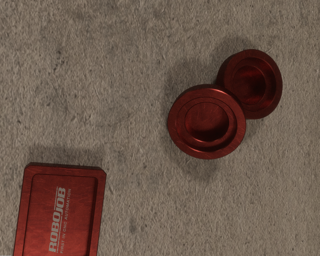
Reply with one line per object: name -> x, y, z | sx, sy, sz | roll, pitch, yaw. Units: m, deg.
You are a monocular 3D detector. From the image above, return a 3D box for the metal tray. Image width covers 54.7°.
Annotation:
metal tray -> -0.117, 0.109, 0.363 | 0.091, 0.030, 0.129 | 7, 88, -20

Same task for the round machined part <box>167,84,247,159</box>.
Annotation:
round machined part -> 0.062, -0.011, 0.407 | 0.098, 0.042, 0.097 | 5, 114, 11

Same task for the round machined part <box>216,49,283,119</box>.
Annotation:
round machined part -> 0.123, -0.061, 0.447 | 0.099, 0.042, 0.097 | 0, 90, -21
